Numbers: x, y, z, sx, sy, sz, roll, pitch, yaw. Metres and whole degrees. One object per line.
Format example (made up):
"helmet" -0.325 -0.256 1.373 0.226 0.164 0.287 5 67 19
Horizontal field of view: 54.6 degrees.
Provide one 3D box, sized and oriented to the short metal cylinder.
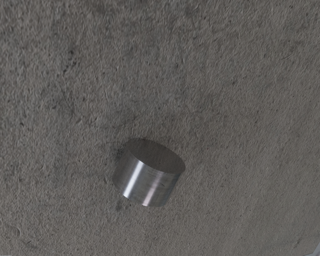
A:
"short metal cylinder" -0.014 0.055 0.397 0.081 0.080 0.050 13 112 -34
